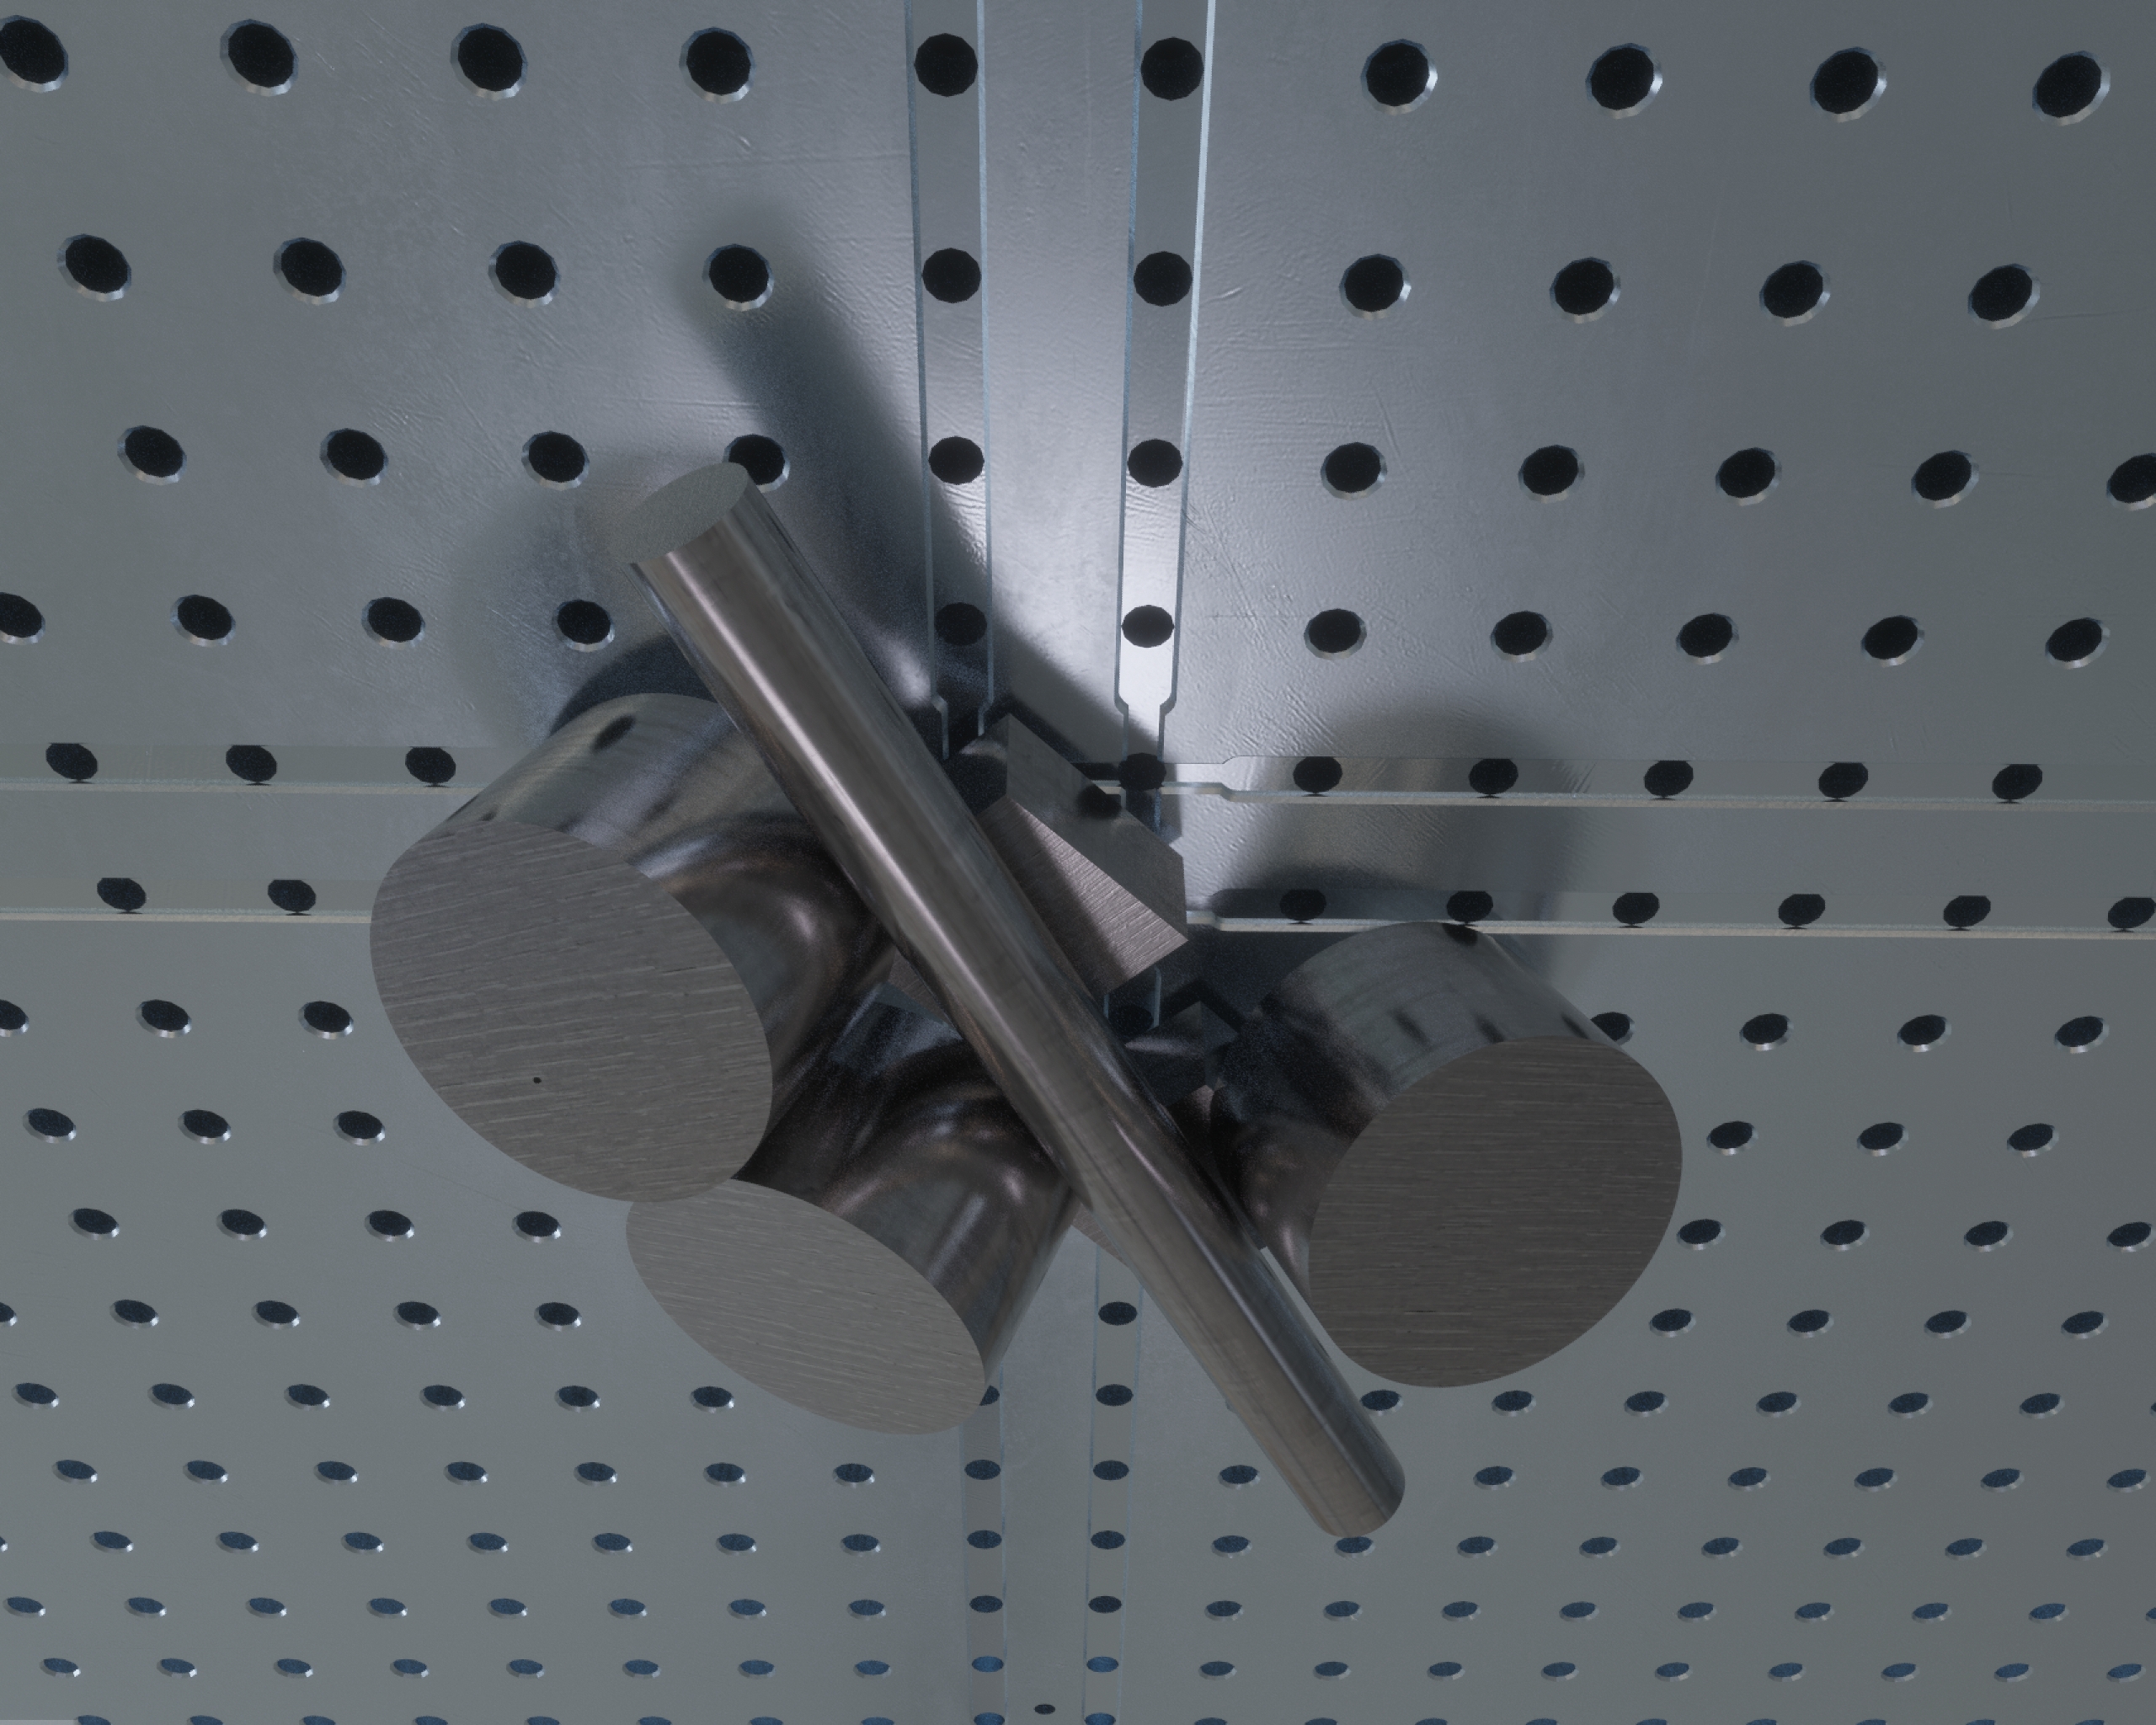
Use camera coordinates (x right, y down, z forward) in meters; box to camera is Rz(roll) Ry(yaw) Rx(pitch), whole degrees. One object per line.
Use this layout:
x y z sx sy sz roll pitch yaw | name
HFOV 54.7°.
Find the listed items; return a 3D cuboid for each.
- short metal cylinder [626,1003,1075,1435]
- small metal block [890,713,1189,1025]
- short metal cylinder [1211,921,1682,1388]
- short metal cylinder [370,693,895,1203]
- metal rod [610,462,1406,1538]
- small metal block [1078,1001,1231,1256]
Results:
-0.046 0.074 0.435 0.080 0.050 0.079 16 137 16 | short metal cylinder
-0.014 0.006 0.412 0.050 0.025 0.050 -36 122 26 | small metal block
0.074 0.059 0.424 0.081 0.050 0.079 -8 116 -17 | short metal cylinder
-0.081 0.015 0.385 0.080 0.050 0.079 11 123 17 | short metal cylinder
0.002 0.048 0.414 0.025 0.025 0.299 -20 127 16 | metal rod
0.023 0.064 0.462 0.050 0.025 0.050 -33 123 24 | small metal block
